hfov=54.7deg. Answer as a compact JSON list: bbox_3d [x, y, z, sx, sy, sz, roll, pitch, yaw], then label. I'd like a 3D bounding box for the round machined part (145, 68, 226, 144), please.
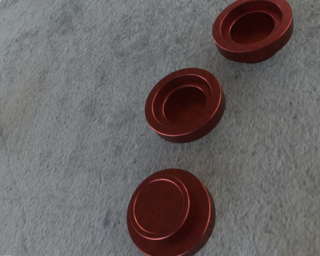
[{"bbox_3d":[0.034,-0.024,0.389,0.098,0.042,0.098,-13,56,20],"label":"round machined part"}]

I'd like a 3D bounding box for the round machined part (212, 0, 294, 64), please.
[{"bbox_3d":[0.122,-0.123,0.404,0.098,0.042,0.098,-13,56,20],"label":"round machined part"}]

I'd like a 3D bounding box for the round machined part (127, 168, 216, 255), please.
[{"bbox_3d":[0.007,0.089,0.334,0.098,0.042,0.098,-13,56,20],"label":"round machined part"}]
